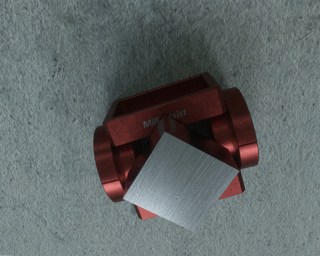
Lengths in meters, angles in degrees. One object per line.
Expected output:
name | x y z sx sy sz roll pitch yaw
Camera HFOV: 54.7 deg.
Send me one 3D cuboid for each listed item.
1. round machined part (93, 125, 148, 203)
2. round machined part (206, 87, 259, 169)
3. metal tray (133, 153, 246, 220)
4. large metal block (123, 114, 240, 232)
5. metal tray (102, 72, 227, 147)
round machined part | -0.044 0.040 0.386 0.042 0.098 0.097 -15 110 5
round machined part | 0.082 0.003 0.374 0.042 0.098 0.097 -15 110 5
metal tray | 0.033 0.064 0.399 0.131 0.090 0.030 -16 110 5
large metal block | 0.019 0.045 0.316 0.080 0.050 0.080 28 107 -10
metal tray | 0.004 -0.026 0.368 0.131 0.090 0.030 -17 109 6
